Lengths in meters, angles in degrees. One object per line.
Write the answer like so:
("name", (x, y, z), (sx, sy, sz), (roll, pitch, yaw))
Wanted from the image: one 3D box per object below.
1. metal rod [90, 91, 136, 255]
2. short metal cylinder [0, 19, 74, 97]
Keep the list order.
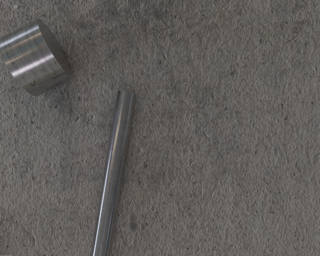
("metal rod", (-0.068, 0.100, 0.409), (0.025, 0.025, 0.298), (9, 90, 0))
("short metal cylinder", (-0.149, -0.085, 0.381), (0.050, 0.080, 0.080), (-27, 90, 0))
